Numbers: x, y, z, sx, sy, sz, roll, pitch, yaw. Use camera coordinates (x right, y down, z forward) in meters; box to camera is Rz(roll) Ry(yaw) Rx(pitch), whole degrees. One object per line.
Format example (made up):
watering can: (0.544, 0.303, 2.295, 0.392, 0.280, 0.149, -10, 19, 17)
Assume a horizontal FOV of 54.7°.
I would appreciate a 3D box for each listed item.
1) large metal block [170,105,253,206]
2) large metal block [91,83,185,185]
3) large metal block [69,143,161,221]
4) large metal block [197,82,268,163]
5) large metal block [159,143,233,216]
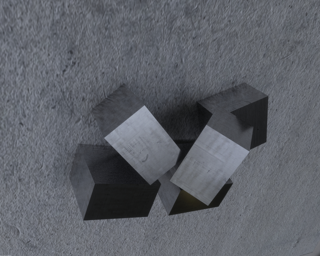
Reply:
large metal block: (0.063, 0.029, 0.362, 0.050, 0.080, 0.080, 33, 116, 6)
large metal block: (-0.026, 0.005, 0.353, 0.050, 0.080, 0.080, -40, 121, -1)
large metal block: (-0.058, 0.064, 0.379, 0.081, 0.080, 0.050, 7, 115, -32)
large metal block: (0.104, -0.008, 0.442, 0.081, 0.050, 0.080, -23, 127, -15)
large metal block: (0.039, 0.067, 0.428, 0.081, 0.080, 0.050, -2, 130, -28)
